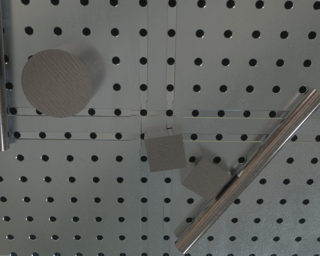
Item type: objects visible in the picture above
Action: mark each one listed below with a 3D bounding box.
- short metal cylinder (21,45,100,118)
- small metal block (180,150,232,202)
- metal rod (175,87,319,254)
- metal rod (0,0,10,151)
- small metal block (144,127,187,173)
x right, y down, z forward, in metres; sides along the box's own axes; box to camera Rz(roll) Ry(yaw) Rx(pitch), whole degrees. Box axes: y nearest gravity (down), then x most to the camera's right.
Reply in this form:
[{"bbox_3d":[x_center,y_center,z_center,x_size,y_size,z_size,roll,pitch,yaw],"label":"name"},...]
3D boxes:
[{"bbox_3d":[-0.118,-0.058,0.378,0.081,0.050,0.079,0,110,0],"label":"short metal cylinder"},{"bbox_3d":[0.064,0.068,0.439,0.050,0.025,0.050,33,107,-12],"label":"small metal block"},{"bbox_3d":[0.119,0.070,0.440,0.025,0.025,0.299,33,107,-12],"label":"metal rod"},{"bbox_3d":[-0.201,-0.112,0.370,0.025,0.025,0.298,6,110,-2],"label":"metal rod"},{"bbox_3d":[0.008,0.030,0.424,0.050,0.025,0.050,-9,110,3],"label":"small metal block"}]
